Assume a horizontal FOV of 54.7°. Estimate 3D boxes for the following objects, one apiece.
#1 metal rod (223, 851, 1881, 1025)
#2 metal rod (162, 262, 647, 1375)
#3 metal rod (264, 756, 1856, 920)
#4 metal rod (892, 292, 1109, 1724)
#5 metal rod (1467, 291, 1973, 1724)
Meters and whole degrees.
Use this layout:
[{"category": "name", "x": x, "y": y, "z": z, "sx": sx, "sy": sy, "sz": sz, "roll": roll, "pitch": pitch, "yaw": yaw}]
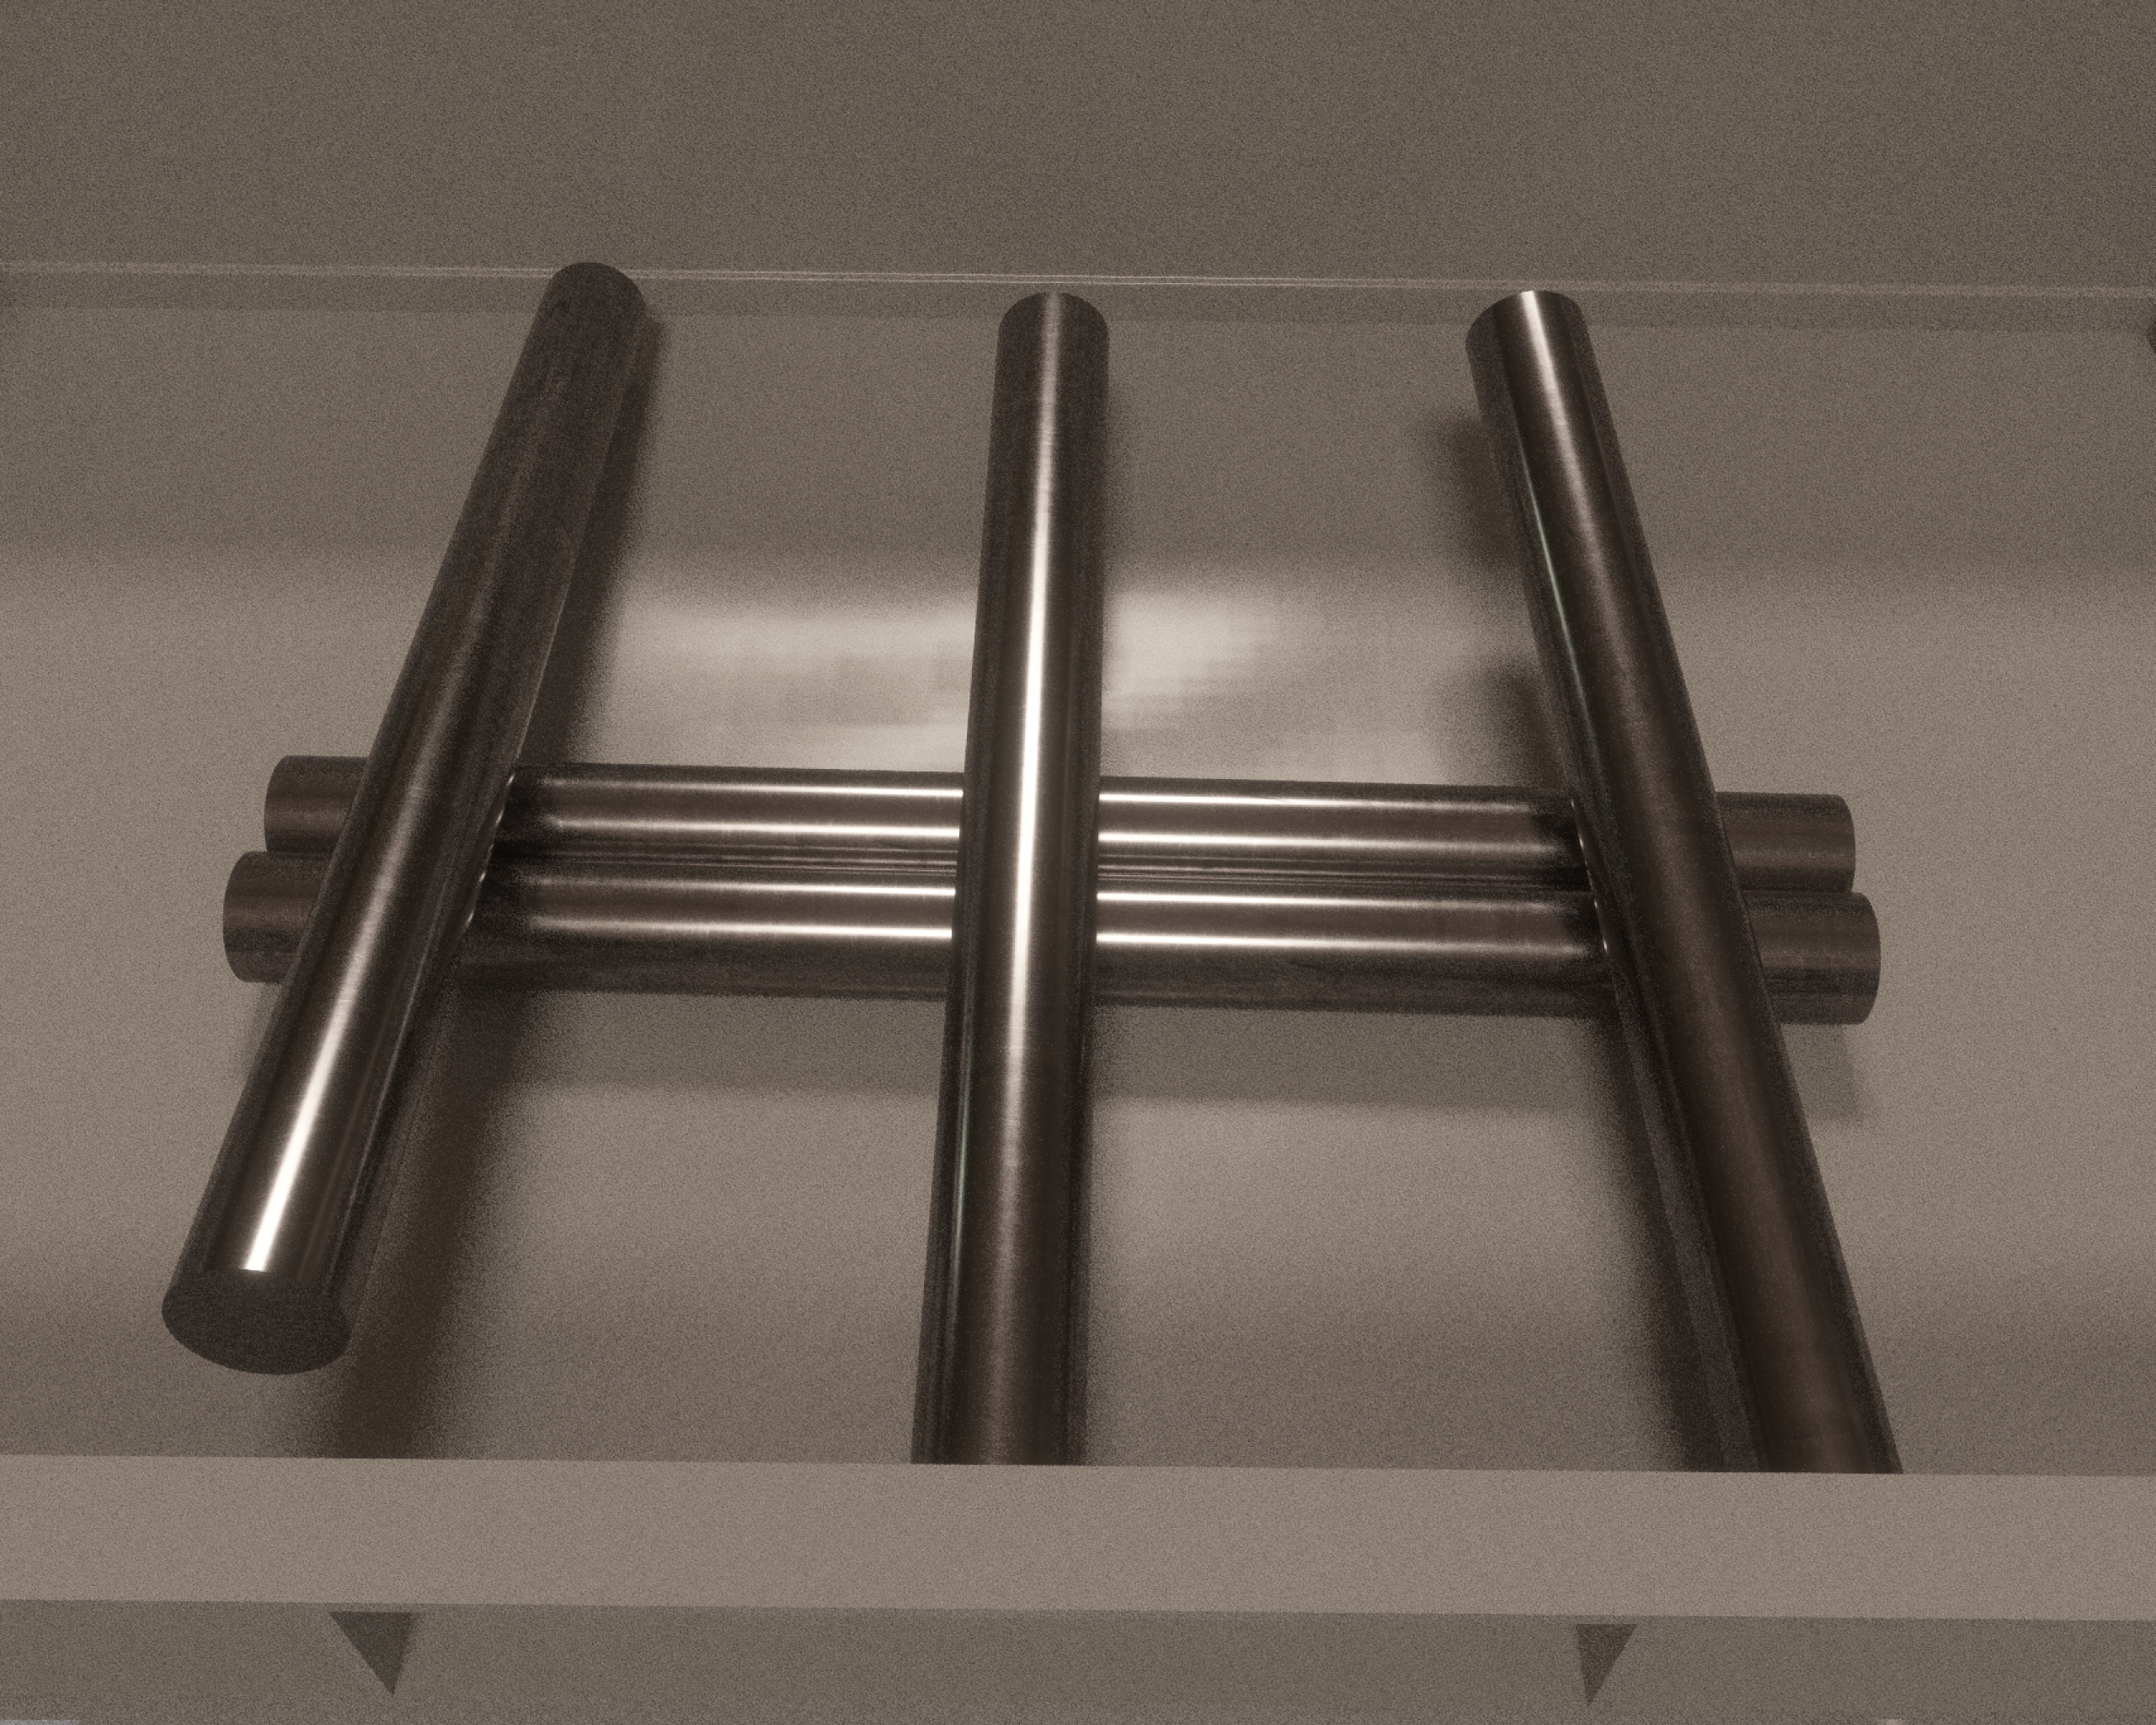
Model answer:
[{"category": "metal rod", "x": -0.005, "y": 0.014, "z": 0.392, "sx": 0.302, "sy": 0.025, "sz": 0.025, "roll": 1, "pitch": 50, "yaw": 0}, {"category": "metal rod", "x": -0.116, "y": -0.036, "z": 0.401, "sx": 0.025, "sy": 0.025, "sz": 0.300, "roll": 0, "pitch": 42, "yaw": -1}, {"category": "metal rod", "x": -0.004, "y": -0.005, "z": 0.408, "sx": 0.302, "sy": 0.025, "sz": 0.025, "roll": 1, "pitch": 50, "yaw": 0}, {"category": "metal rod", "x": -0.009, "y": -0.003, "z": 0.374, "sx": 0.025, "sy": 0.025, "sz": 0.300, "roll": 1, "pitch": 50, "yaw": 1}, {"category": "metal rod", "x": 0.105, "y": 0.015, "z": 0.363, "sx": 0.025, "sy": 0.025, "sz": 0.299, "roll": -3, "pitch": 58, "yaw": -3}]
